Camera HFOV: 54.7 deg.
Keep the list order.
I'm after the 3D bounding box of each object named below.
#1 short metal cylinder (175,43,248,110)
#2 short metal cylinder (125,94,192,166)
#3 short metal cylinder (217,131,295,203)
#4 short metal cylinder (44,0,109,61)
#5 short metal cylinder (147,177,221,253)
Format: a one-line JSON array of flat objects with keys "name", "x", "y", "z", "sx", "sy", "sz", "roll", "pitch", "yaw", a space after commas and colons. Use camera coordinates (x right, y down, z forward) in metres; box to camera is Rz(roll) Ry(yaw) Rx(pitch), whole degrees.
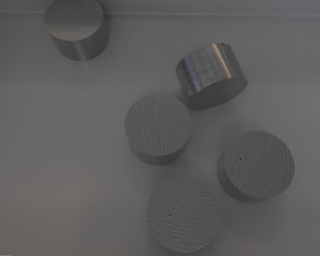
[{"name": "short metal cylinder", "x": 0.066, "y": -0.065, "z": 0.404, "sx": 0.080, "sy": 0.080, "sz": 0.050, "roll": -17, "pitch": 71, "yaw": -6}, {"name": "short metal cylinder", "x": -0.002, "y": 0.003, "z": 0.395, "sx": 0.081, "sy": 0.050, "sz": 0.080, "roll": 0, "pitch": 70, "yaw": 0}, {"name": "short metal cylinder", "x": 0.114, "y": 0.049, "z": 0.379, "sx": 0.081, "sy": 0.050, "sz": 0.080, "roll": 0, "pitch": 70, "yaw": 0}, {"name": "short metal cylinder", "x": -0.118, "y": -0.145, "z": 0.448, "sx": 0.081, "sy": 0.050, "sz": 0.080, "roll": 0, "pitch": 70, "yaw": 0}, {"name": "short metal cylinder", "x": 0.026, "y": 0.101, "z": 0.359, "sx": 0.081, "sy": 0.050, "sz": 0.080, "roll": 0, "pitch": 70, "yaw": 0}]
